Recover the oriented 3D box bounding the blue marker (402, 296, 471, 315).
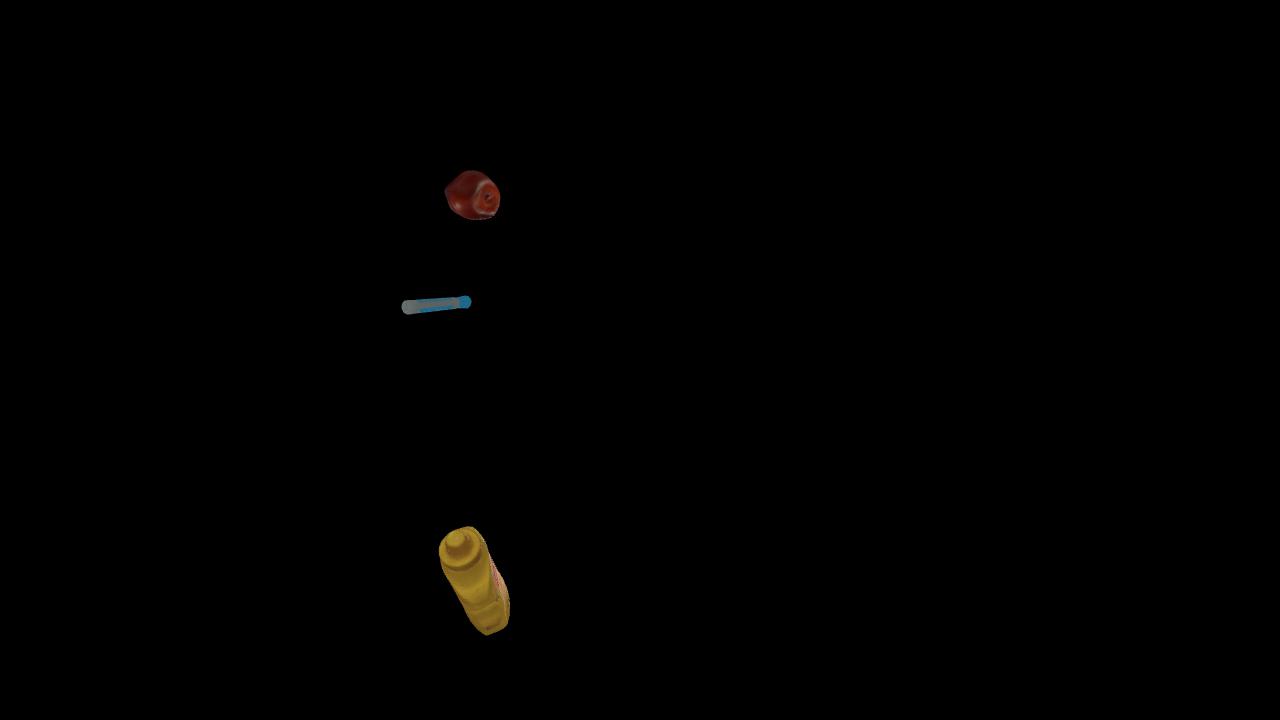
[{"bbox_3d":[-0.279,-0.077,0.857,0.020,0.020,0.121,0,8,26],"label":"blue marker"}]

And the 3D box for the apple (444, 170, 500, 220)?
[{"bbox_3d":[-0.273,-0.268,1.004,0.093,0.079,0.079,15,9,35],"label":"apple"}]

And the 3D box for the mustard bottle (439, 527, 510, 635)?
[{"bbox_3d":[-0.187,0.236,0.684,0.054,0.092,0.184,-14,-38,-13],"label":"mustard bottle"}]
